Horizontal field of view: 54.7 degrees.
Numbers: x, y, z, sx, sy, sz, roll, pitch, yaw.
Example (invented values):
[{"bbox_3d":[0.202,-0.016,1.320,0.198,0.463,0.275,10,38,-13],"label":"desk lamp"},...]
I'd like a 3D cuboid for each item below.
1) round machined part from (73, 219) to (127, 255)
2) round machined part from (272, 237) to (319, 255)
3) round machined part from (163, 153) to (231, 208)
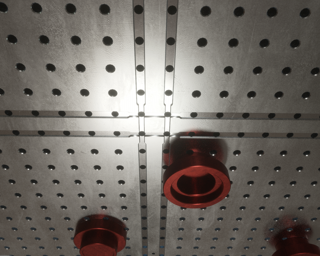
[{"bbox_3d":[-0.114,0.217,0.584,0.099,0.042,0.097,-1,130,0],"label":"round machined part"},{"bbox_3d":[0.274,0.256,0.623,0.099,0.042,0.097,-1,130,0],"label":"round machined part"},{"bbox_3d":[0.053,0.075,0.465,0.099,0.042,0.097,-1,130,0],"label":"round machined part"}]
